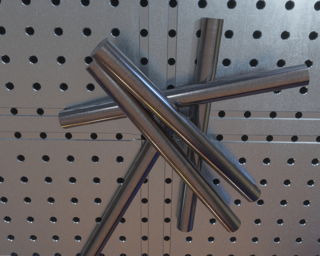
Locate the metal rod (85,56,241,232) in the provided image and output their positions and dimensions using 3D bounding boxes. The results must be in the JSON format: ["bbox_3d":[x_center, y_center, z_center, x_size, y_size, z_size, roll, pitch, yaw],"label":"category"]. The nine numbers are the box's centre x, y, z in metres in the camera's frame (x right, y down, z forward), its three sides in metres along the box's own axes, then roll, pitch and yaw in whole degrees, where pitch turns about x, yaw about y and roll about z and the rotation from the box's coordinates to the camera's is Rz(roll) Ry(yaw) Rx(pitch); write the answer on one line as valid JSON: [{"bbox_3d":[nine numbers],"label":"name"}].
[{"bbox_3d":[0.018,0.035,0.391,0.025,0.025,0.300,-35,113,12],"label":"metal rod"}]

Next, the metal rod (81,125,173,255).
[{"bbox_3d":[-0.055,0.106,0.451,0.025,0.025,0.299,27,108,-10],"label":"metal rod"}]

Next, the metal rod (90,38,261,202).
[{"bbox_3d":[0.037,0.008,0.380,0.025,0.025,0.300,-40,119,13],"label":"metal rod"}]

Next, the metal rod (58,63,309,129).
[{"bbox_3d":[0.018,-0.036,0.378,0.301,0.025,0.025,-10,110,12],"label":"metal rod"}]

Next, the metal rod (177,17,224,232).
[{"bbox_3d":[0.050,0.010,0.417,0.025,0.025,0.298,5,110,-2],"label":"metal rod"}]
